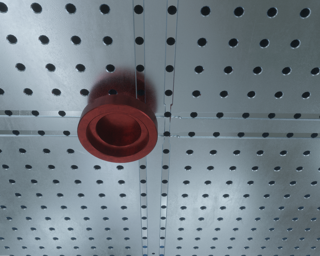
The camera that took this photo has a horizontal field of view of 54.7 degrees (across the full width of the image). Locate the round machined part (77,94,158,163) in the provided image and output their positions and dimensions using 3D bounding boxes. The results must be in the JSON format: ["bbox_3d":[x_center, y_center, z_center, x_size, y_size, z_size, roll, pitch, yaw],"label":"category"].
[{"bbox_3d":[-0.052,-0.003,0.397,0.099,0.042,0.097,-1,130,0],"label":"round machined part"}]
